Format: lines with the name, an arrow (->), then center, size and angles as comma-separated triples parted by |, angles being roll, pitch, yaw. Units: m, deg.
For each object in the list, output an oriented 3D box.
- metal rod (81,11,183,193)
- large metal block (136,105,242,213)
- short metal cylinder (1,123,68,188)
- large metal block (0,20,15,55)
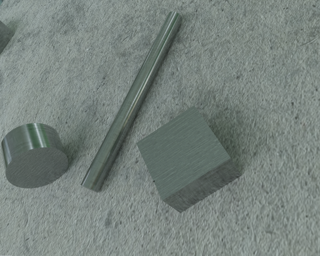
metal rod -> -0.034, -0.050, 0.452 | 0.025, 0.025, 0.300 | 12, 67, 33
large metal block -> 0.031, 0.035, 0.350 | 0.080, 0.050, 0.080 | -33, 52, 6
short metal cylinder -> -0.177, 0.040, 0.437 | 0.080, 0.080, 0.050 | -37, 51, 3
large metal block -> -0.406, -0.209, 0.729 | 0.080, 0.050, 0.080 | 9, 66, 32
